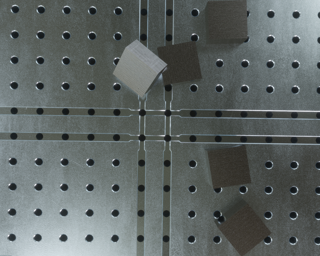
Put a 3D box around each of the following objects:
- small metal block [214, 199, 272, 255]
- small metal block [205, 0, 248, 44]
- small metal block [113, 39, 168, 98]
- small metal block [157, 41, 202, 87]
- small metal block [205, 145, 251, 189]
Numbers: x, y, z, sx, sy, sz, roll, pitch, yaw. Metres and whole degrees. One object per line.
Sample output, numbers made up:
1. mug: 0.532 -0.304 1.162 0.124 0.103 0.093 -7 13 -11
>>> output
1. small metal block: 0.110 0.133 0.415 0.050 0.025 0.050 -39 91 0
2. small metal block: 0.088 -0.141 0.414 0.050 0.025 0.050 -2 90 -1
3. small metal block: -0.027 -0.076 0.398 0.050 0.050 0.025 39 49 -1
4. small metal block: 0.025 -0.084 0.414 0.050 0.025 0.050 -10 90 -1
5. small metal block: 0.090 0.051 0.415 0.050 0.025 0.050 -9 90 -1
